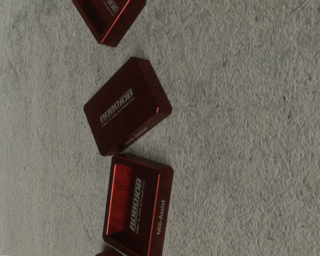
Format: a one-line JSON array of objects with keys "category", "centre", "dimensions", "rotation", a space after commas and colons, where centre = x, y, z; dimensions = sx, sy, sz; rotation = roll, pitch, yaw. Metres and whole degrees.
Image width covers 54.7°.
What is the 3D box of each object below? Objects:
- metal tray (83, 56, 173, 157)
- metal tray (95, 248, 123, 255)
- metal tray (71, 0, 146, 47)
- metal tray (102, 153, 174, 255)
[{"category": "metal tray", "centre": [-0.051, -0.027, 0.444], "dimensions": [0.130, 0.030, 0.090], "rotation": [-37, 67, 33]}, {"category": "metal tray", "centre": [-0.047, 0.245, 0.440], "dimensions": [0.130, 0.030, 0.089], "rotation": [19, 102, 38]}, {"category": "metal tray", "centre": [-0.085, -0.199, 0.471], "dimensions": [0.090, 0.030, 0.130], "rotation": [-47, 62, 30]}, {"category": "metal tray", "centre": [-0.033, 0.108, 0.428], "dimensions": [0.090, 0.030, 0.129], "rotation": [13, 98, 39]}]
